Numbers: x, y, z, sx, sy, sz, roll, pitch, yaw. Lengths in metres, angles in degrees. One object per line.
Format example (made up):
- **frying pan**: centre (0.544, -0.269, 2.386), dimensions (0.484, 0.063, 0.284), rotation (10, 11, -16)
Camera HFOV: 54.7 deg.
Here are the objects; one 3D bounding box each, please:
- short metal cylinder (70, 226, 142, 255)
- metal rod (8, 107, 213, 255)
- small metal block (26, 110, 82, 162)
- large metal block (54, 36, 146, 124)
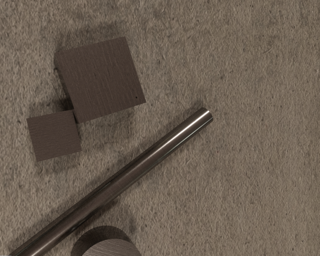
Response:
- **short metal cylinder**: centre (-0.065, 0.165, 0.373), dimensions (0.081, 0.050, 0.079), rotation (0, 90, -21)
- **metal rod**: centre (-0.050, 0.068, 0.391), dimensions (0.301, 0.025, 0.025), rotation (-37, 102, -17)
- **small metal block**: centre (-0.124, 0.008, 0.364), dimensions (0.050, 0.025, 0.050), rotation (-14, 95, -20)
- **large metal block**: centre (-0.073, -0.055, 0.369), dimensions (0.081, 0.050, 0.080), rotation (-20, 97, -19)
